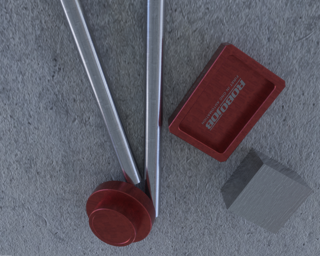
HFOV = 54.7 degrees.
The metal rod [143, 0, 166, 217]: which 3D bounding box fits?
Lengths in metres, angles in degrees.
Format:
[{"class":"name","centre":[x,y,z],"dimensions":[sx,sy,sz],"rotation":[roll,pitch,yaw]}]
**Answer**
[{"class":"metal rod","centre":[-0.009,-0.015,0.404],"dimensions":[0.025,0.025,0.298],"rotation":[1,110,-1]}]

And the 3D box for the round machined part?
[{"class":"round machined part","centre":[-0.059,0.125,0.431],"dimensions":[0.098,0.042,0.097],"rotation":[8,119,14]}]

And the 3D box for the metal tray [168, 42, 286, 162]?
[{"class":"metal tray","centre":[0.082,-0.031,0.396],"dimensions":[0.090,0.030,0.129],"rotation":[31,107,-11]}]

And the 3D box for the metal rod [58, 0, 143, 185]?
[{"class":"metal rod","centre":[-0.077,-0.061,0.386],"dimensions":[0.025,0.025,0.298],"rotation":[-15,110,5]}]

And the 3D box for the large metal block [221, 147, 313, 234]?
[{"class":"large metal block","centre":[0.145,0.087,0.431],"dimensions":[0.080,0.050,0.080],"rotation":[29,107,-11]}]
